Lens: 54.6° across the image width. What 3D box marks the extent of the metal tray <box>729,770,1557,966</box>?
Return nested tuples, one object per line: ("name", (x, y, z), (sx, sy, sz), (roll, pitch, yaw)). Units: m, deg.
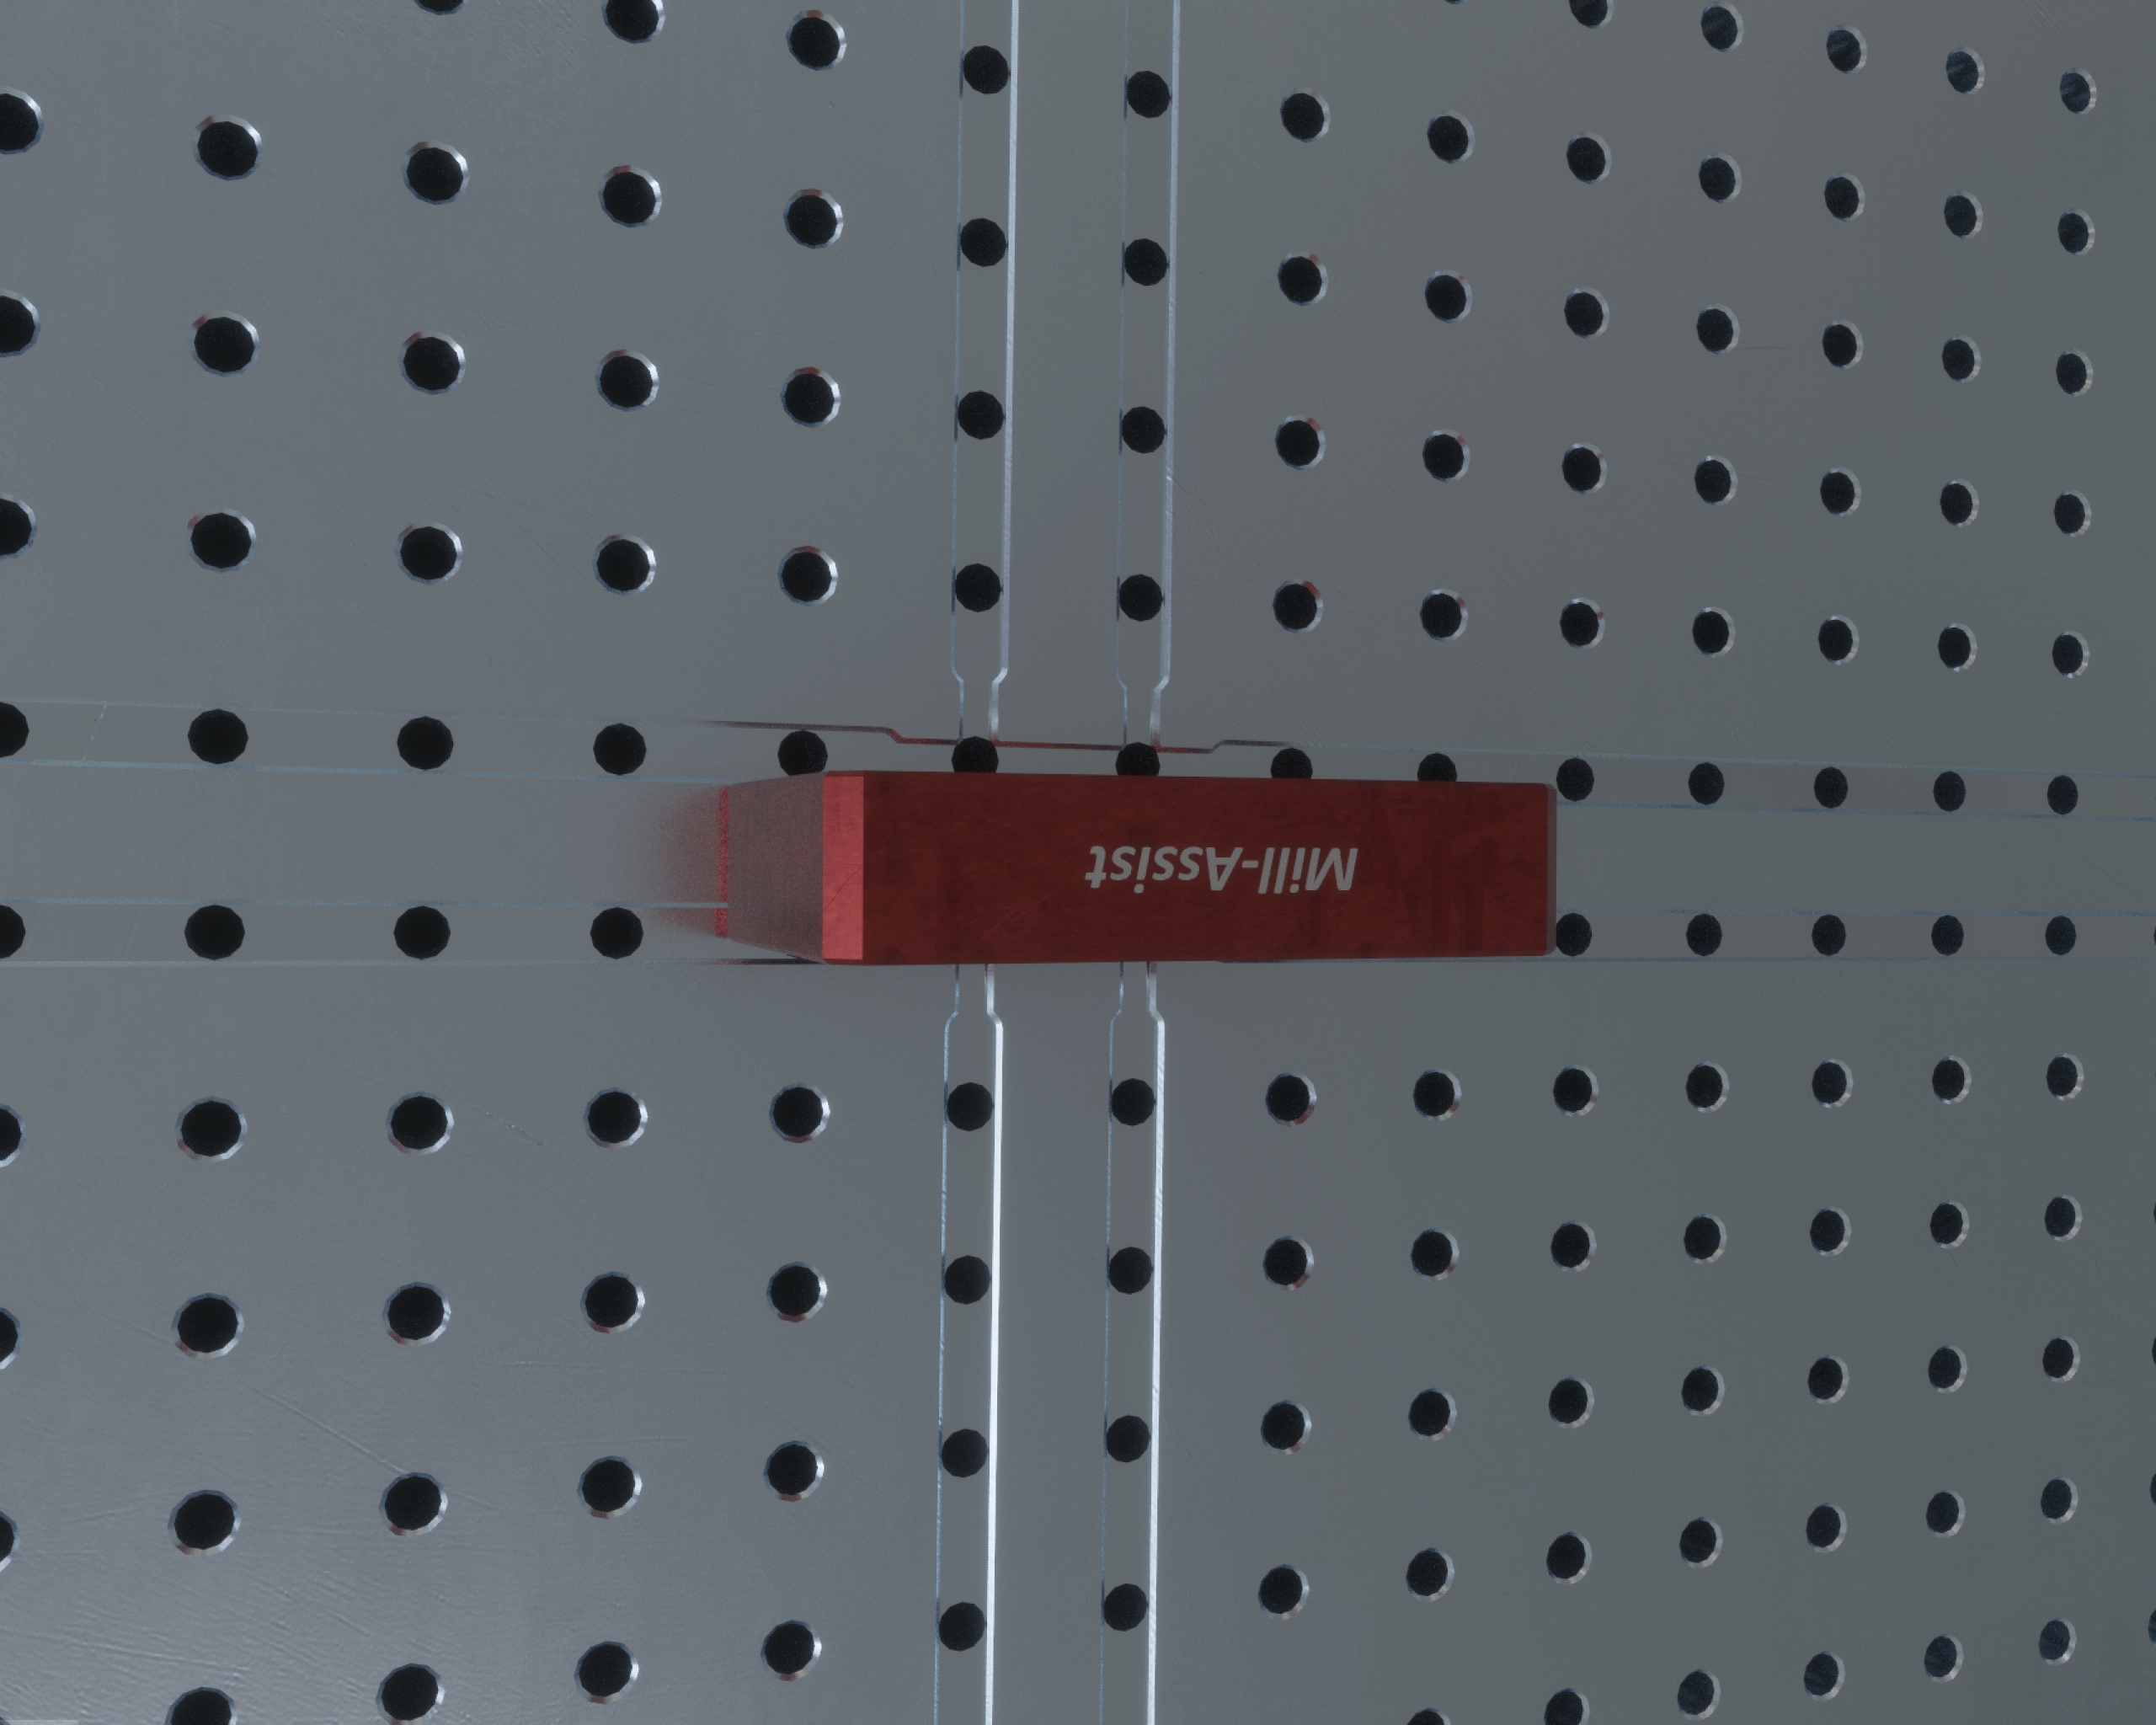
("metal tray", (0.009, 0.001, 0.381), (0.131, 0.090, 0.030), (0, 90, -20))
